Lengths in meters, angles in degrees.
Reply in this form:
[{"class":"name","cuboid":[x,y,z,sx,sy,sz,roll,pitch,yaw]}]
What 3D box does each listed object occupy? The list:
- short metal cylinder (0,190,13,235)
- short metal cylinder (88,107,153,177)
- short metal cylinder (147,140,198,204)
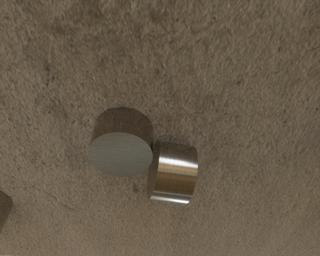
[{"class":"short metal cylinder","cuboid":[-0.291,0.138,0.504,0.081,0.050,0.079,0,130,0]},{"class":"short metal cylinder","cuboid":[-0.049,0.019,0.406,0.081,0.050,0.079,0,130,0]},{"class":"short metal cylinder","cuboid":[0.015,0.060,0.423,0.050,0.080,0.079,10,129,-9]}]
